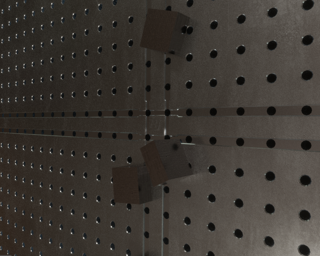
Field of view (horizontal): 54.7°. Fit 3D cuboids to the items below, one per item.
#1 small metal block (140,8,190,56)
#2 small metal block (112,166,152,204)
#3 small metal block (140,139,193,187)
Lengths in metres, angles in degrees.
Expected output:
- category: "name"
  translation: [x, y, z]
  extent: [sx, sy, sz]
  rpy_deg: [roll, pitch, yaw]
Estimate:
- category: "small metal block"
  translation: [0.005, -0.125, 0.403]
  extent: [0.050, 0.025, 0.050]
  rpy_deg: [23, 105, 37]
- category: "small metal block"
  translation: [-0.040, 0.080, 0.440]
  extent: [0.050, 0.025, 0.050]
  rpy_deg: [-7, 86, 39]
- category: "small metal block"
  translation: [0.009, 0.042, 0.384]
  extent: [0.025, 0.050, 0.050]
  rpy_deg: [-33, 70, 35]
